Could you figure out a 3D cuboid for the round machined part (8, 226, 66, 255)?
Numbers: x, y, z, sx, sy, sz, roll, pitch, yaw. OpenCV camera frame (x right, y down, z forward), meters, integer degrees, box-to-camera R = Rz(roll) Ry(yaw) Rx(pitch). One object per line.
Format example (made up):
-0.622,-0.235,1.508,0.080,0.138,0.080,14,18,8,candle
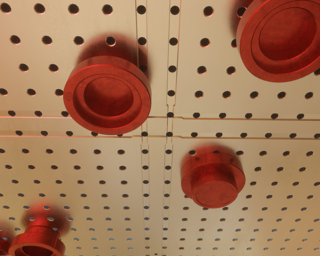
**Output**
-0.229,0.223,0.588,0.099,0.042,0.097,0,130,0,round machined part

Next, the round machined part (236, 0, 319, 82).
0.127,-0.099,0.317,0.099,0.042,0.097,0,130,0,round machined part

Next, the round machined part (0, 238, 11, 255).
-0.346,0.259,0.617,0.099,0.042,0.097,0,130,0,round machined part

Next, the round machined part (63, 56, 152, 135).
-0.059,-0.041,0.365,0.099,0.042,0.097,0,130,0,round machined part

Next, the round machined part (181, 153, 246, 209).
0.081,0.087,0.474,0.099,0.042,0.097,0,130,0,round machined part
